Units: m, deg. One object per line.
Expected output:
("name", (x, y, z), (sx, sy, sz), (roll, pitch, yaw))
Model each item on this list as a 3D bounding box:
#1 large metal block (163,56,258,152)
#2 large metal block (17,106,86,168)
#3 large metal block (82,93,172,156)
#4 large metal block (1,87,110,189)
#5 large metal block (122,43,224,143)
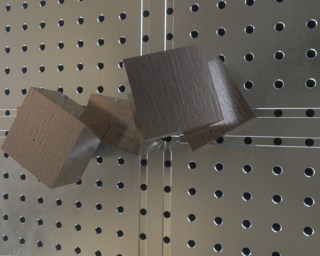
("large metal block", (0.060, -0.027, 0.377), (0.080, 0.050, 0.080), (-32, 80, 17))
("large metal block", (-0.146, 0.009, 0.433), (0.050, 0.080, 0.080), (-7, 88, 19))
("large metal block", (-0.040, -0.005, 0.396), (0.080, 0.080, 0.050), (20, 97, 18))
("large metal block", (-0.119, 0.010, 0.354), (0.080, 0.050, 0.080), (33, 100, 17))
("large metal block", (0.010, -0.034, 0.322), (0.081, 0.050, 0.080), (-14, 85, -10))
